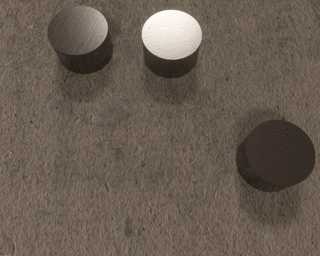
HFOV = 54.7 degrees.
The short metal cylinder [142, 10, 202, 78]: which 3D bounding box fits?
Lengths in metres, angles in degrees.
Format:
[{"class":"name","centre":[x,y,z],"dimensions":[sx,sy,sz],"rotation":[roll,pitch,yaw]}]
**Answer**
[{"class":"short metal cylinder","centre":[0.016,-0.118,0.438],"dimensions":[0.081,0.050,0.080],"rotation":[0,70,0]}]

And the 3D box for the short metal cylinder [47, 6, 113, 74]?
[{"class":"short metal cylinder","centre":[-0.110,-0.124,0.439],"dimensions":[0.081,0.050,0.080],"rotation":[0,70,0]}]

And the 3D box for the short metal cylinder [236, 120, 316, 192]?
[{"class":"short metal cylinder","centre":[0.141,0.036,0.384],"dimensions":[0.081,0.050,0.080],"rotation":[0,70,0]}]
